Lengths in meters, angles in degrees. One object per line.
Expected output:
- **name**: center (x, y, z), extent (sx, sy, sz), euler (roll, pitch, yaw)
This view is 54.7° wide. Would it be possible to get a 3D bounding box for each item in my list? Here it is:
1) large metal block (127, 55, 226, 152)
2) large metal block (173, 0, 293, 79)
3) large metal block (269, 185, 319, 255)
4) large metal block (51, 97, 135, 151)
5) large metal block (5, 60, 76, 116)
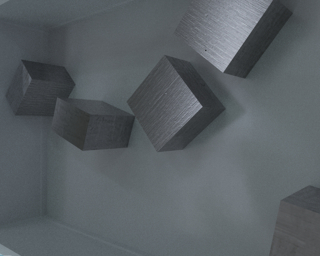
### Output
- **large metal block**: center (0.017, -0.028, 0.377), extent (0.080, 0.050, 0.080), euler (-47, 62, 30)
- **large metal block**: center (0.075, -0.111, 0.329), extent (0.080, 0.050, 0.080), euler (47, 118, 29)
- **large metal block**: center (0.133, 0.100, 0.261), extent (0.050, 0.081, 0.079), euler (15, 99, 39)
- **large metal block**: center (-0.097, -0.007, 0.452), extent (0.080, 0.081, 0.050), euler (25, 106, 37)
- **large metal block**: center (-0.210, -0.067, 0.545), extent (0.080, 0.081, 0.050), euler (-52, 60, 27)
